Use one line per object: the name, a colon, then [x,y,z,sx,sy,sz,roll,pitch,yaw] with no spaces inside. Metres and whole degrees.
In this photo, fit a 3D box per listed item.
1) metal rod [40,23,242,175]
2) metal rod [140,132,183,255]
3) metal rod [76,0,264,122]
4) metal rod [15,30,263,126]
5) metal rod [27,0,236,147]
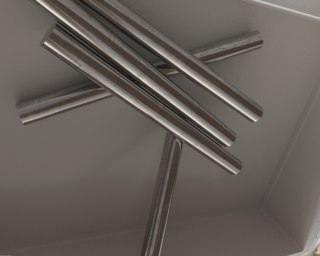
metal rod: [0.003,-0.014,0.361,0.301,0.025,0.025,34,99,-34]
metal rod: [-0.004,0.123,0.390,0.025,0.025,0.299,19,79,-35]
metal rod: [0.011,-0.082,0.336,0.301,0.025,0.025,29,102,-29]
metal rod: [-0.009,-0.065,0.363,0.302,0.025,0.025,-20,126,-16]
metal rod: [-0.011,-0.055,0.335,0.301,0.025,0.025,34,99,-34]
